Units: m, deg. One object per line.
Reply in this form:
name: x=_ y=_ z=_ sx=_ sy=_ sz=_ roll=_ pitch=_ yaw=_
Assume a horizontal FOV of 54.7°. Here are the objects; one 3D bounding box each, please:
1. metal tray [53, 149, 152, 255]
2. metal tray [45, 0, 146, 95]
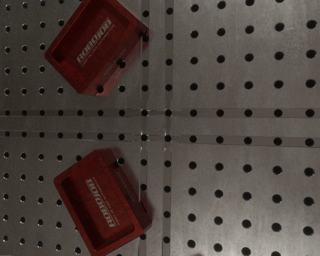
metal tray: x=-0.083 y=0.105 z=0.437 sx=0.090 sy=0.030 sz=0.130 roll=-34 pitch=79 yaw=16
metal tray: x=-0.094 y=-0.122 z=0.441 sx=0.090 sy=0.030 sz=0.130 roll=45 pitch=103 yaw=14
